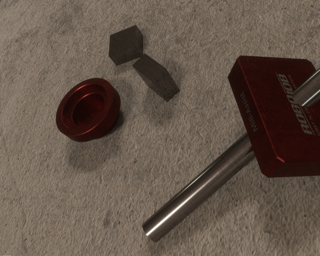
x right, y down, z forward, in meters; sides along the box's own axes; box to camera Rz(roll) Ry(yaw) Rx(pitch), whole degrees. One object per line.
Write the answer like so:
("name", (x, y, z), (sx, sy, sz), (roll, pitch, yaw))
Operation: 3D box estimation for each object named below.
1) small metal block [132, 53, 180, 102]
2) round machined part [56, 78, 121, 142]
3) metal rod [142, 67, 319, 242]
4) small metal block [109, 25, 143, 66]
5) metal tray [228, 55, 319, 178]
("small metal block", (-0.005, -0.070, 0.432), (0.025, 0.050, 0.050), (-45, 51, -3))
("round machined part", (-0.100, -0.022, 0.457), (0.098, 0.042, 0.098), (-13, 56, 20))
("metal rod", (0.098, 0.013, 0.318), (0.300, 0.025, 0.025), (-43, 51, 8))
("small metal block", (-0.056, -0.138, 0.516), (0.050, 0.025, 0.050), (-15, 56, 19))
("metal tray", (0.130, -0.016, 0.312), (0.091, 0.030, 0.130), (0, 54, -13))
